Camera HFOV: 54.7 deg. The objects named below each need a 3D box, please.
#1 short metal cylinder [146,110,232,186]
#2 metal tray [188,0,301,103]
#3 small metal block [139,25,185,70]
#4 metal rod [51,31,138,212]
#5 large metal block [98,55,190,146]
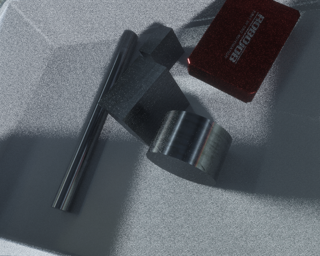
[{"bbox_3d":[0.032,0.023,0.339,0.080,0.080,0.050,13,68,33],"label":"short metal cylinder"},{"bbox_3d":[0.105,-0.107,0.391,0.090,0.030,0.130,30,77,13],"label":"metal tray"},{"bbox_3d":[0.004,-0.114,0.456,0.025,0.050,0.050,31,79,37],"label":"small metal block"},{"bbox_3d":[-0.090,-0.024,0.465,0.025,0.025,0.300,3,63,29],"label":"metal rod"},{"bbox_3d":[-0.017,-0.031,0.397,0.050,0.080,0.080,33,80,38],"label":"large metal block"}]
